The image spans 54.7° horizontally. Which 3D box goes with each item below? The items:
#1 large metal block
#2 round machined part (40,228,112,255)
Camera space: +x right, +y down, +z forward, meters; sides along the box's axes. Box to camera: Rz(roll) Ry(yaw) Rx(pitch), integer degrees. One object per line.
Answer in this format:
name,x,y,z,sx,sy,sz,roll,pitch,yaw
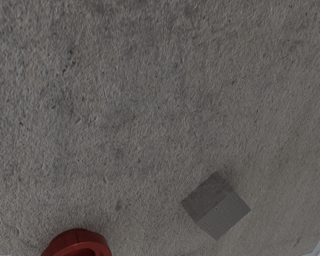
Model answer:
large metal block,0.096,0.133,0.525,0.080,0.050,0.080,-42,130,1
round machined part,-0.122,0.183,0.442,0.099,0.042,0.097,-14,124,-21
